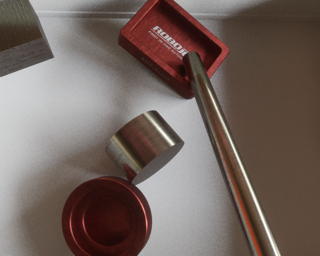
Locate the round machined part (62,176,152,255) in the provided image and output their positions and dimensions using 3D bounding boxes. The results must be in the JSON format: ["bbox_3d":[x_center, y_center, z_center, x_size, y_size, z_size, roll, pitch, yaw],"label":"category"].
[{"bbox_3d":[-0.056,0.103,0.351,0.098,0.042,0.097,0,88,13],"label":"round machined part"}]

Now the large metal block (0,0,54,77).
[{"bbox_3d":[-0.210,-0.131,0.442,0.080,0.050,0.080,-23,72,-9],"label":"large metal block"}]

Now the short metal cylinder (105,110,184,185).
[{"bbox_3d":[-0.018,0.024,0.371,0.080,0.080,0.050,-37,75,-13],"label":"short metal cylinder"}]

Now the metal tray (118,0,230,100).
[{"bbox_3d":[0.020,-0.113,0.427,0.130,0.030,0.090,39,74,-7],"label":"metal tray"}]

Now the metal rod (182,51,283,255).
[{"bbox_3d":[0.068,0.019,0.328,0.025,0.025,0.300,-10,51,-4],"label":"metal rod"}]
